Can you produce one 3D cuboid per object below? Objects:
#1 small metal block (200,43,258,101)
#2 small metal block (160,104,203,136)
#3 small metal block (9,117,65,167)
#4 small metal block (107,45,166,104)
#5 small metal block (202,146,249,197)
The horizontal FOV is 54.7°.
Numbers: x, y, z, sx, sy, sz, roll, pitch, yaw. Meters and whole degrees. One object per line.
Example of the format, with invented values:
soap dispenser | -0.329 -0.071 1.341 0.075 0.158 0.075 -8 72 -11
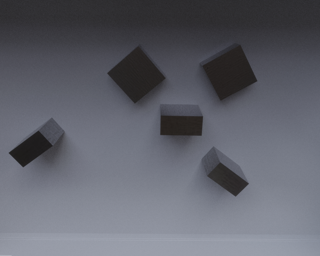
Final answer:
small metal block | 0.085 -0.070 0.387 0.050 0.025 0.050 -28 108 9
small metal block | 0.026 -0.011 0.394 0.050 0.050 0.025 1 110 -1
small metal block | -0.158 0.018 0.402 0.050 0.050 0.025 -34 107 11
small metal block | -0.028 -0.068 0.386 0.050 0.025 0.050 -38 106 12
small metal block | 0.087 0.058 0.421 0.050 0.050 0.025 36 106 -13
